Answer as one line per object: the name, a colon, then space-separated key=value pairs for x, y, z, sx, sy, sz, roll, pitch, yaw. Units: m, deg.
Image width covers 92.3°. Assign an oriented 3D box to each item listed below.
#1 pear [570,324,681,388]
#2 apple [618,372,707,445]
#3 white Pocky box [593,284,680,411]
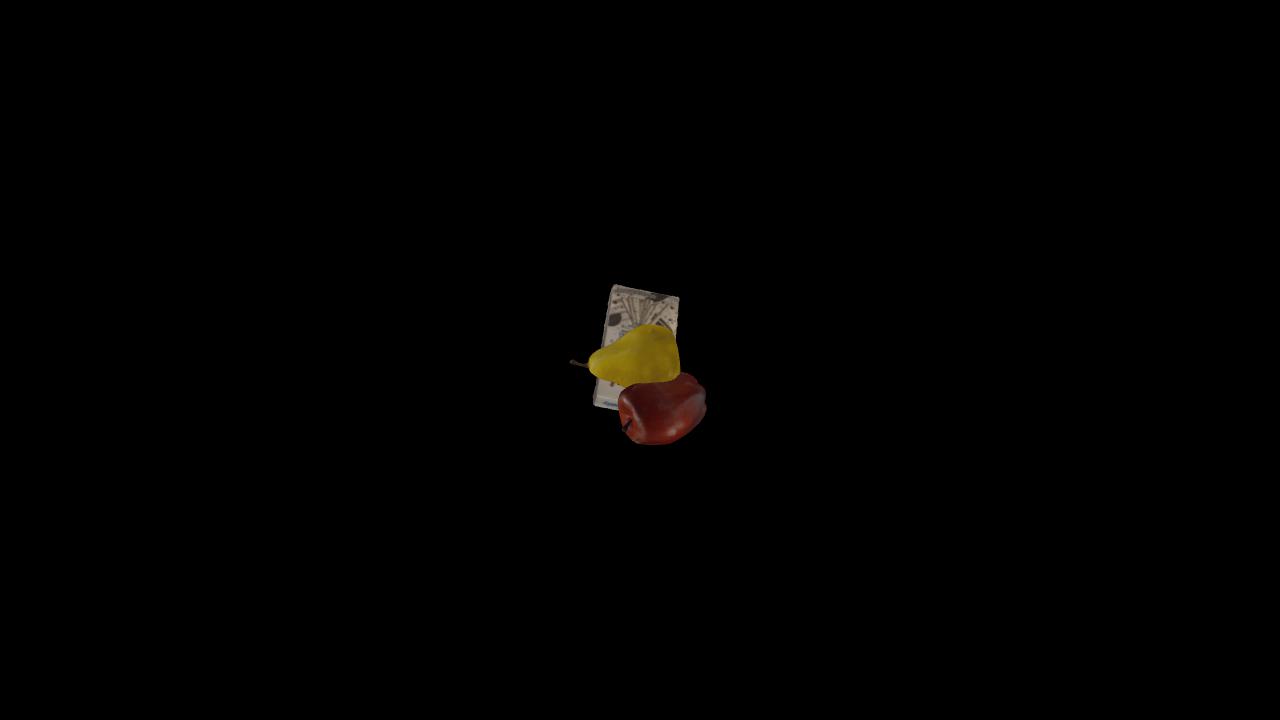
pear: x=-0.014 y=0.005 z=0.639 sx=0.111 sy=0.080 sz=0.080 roll=-10 pitch=0 yaw=2
apple: x=0.021 y=0.051 z=0.637 sx=0.093 sy=0.079 sz=0.079 roll=-23 pitch=7 yaw=-18
white Pocky box: x=-0.002 y=-0.013 z=0.702 sx=0.084 sy=0.154 sz=0.028 roll=11 pitch=-31 yaw=-7
